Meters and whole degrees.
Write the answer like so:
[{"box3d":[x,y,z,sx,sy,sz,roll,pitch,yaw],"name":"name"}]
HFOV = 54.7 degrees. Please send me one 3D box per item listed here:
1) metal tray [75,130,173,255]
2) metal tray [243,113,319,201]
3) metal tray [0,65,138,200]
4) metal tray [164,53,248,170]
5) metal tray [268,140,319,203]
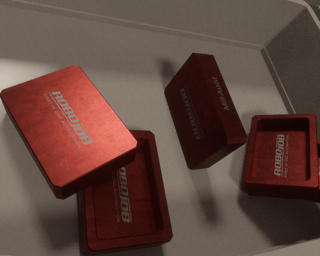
[{"box3d":[-0.043,0.065,0.340,0.091,0.030,0.130,3,60,-27],"name":"metal tray"},{"box3d":[0.172,0.035,0.437,0.030,0.090,0.130,66,34,-40],"name":"metal tray"},{"box3d":[-0.096,-0.002,0.326,0.091,0.030,0.130,-27,65,-27],"name":"metal tray"},{"box3d":[0.054,-0.021,0.407,0.030,0.090,0.130,-2,63,-30],"name":"metal tray"},{"box3d":[0.232,0.061,0.432,0.130,0.030,0.090,13,49,36],"name":"metal tray"}]
